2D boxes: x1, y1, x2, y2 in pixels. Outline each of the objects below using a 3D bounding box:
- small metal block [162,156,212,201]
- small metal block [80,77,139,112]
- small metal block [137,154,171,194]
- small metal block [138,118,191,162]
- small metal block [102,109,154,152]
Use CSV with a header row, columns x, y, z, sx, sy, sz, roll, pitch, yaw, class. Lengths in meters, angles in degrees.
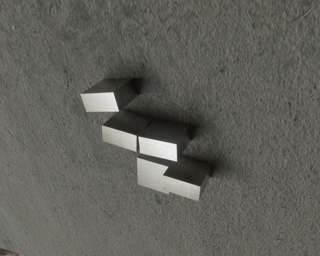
x,y,z,sx,sy,sz,roll,pitch,yaw,class
0.037,0.064,0.411,0.050,0.050,0.025,14,124,20,small metal block
-0.064,-0.043,0.398,0.050,0.050,0.025,1,119,28,small metal block
-0.004,0.062,0.448,0.050,0.025,0.050,14,124,20,small metal block
0.008,0.014,0.395,0.050,0.050,0.025,11,123,22,small metal block
-0.042,0.001,0.414,0.050,0.050,0.025,16,125,19,small metal block
